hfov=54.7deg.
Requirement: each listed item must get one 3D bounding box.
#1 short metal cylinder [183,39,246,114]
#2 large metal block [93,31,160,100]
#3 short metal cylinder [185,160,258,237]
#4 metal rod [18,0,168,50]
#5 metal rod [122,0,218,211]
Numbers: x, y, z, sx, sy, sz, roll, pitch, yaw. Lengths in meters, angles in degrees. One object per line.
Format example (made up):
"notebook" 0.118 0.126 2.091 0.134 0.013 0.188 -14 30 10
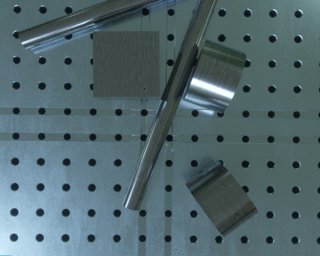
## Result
"short metal cylinder" 0.066 -0.064 0.386 0.050 0.080 0.080 20 90 0
"large metal block" -0.041 -0.078 0.400 0.081 0.050 0.079 0 90 0
"short metal cylinder" 0.076 0.087 0.386 0.050 0.080 0.080 -36 90 0
"metal rod" -0.039 -0.167 0.412 0.301 0.025 0.025 -20 90 0
"metal rod" 0.013 -0.035 0.413 0.025 0.025 0.299 21 90 0
